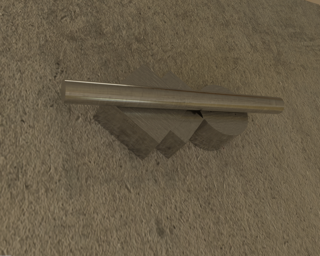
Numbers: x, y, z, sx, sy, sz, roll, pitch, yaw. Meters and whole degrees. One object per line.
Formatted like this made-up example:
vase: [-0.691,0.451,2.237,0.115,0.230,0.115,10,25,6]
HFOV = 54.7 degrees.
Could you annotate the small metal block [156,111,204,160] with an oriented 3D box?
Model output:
small metal block: [0.023,0.007,0.399,0.025,0.050,0.050,41,51,-1]

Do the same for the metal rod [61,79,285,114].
metal rod: [0.037,-0.034,0.379,0.303,0.025,0.025,1,62,-28]

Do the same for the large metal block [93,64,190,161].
large metal block: [-0.021,-0.021,0.388,0.080,0.050,0.080,41,51,-1]

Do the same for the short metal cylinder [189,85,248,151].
short metal cylinder: [0.076,-0.014,0.437,0.081,0.050,0.080,14,56,-21]

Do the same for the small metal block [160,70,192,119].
small metal block: [0.015,-0.042,0.424,0.050,0.050,0.025,41,51,-1]
